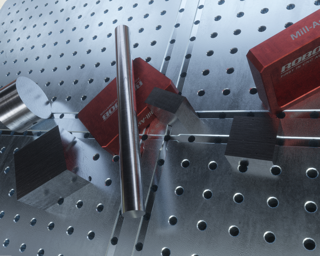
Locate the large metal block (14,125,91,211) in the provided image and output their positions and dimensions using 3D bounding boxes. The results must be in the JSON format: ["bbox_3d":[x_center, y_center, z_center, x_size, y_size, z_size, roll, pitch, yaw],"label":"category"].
[{"bbox_3d":[-0.154,0.056,0.439,0.080,0.050,0.080,-32,52,7],"label":"large metal block"}]

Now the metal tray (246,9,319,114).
[{"bbox_3d":[0.164,-0.076,0.326,0.130,0.090,0.030,-30,52,9],"label":"metal tray"}]

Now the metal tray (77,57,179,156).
[{"bbox_3d":[-0.048,-0.034,0.452,0.130,0.030,0.090,-45,51,-3],"label":"metal tray"}]

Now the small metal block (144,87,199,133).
[{"bbox_3d":[0.016,-0.023,0.398,0.050,0.050,0.025,23,75,36],"label":"small metal block"}]

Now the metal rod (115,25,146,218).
[{"bbox_3d":[-0.044,-0.032,0.411,0.025,0.025,0.299,-19,54,17],"label":"metal rod"}]

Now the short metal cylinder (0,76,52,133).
[{"bbox_3d":[-0.230,-0.039,0.518,0.050,0.080,0.080,-28,52,10],"label":"short metal cylinder"}]

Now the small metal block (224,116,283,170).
[{"bbox_3d":[0.105,0.015,0.344,0.050,0.025,0.050,5,64,30],"label":"small metal block"}]
